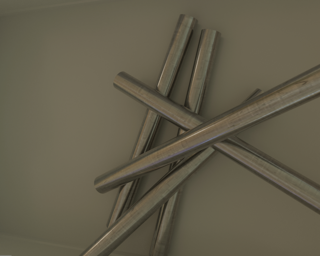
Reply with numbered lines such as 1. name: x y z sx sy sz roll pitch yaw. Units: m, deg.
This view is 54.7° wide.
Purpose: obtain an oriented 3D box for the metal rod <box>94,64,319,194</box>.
1. metal rod: 0.029 0.018 0.338 0.299 0.025 0.025 -29 81 34

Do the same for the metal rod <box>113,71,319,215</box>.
1. metal rod: 0.063 0.011 0.346 0.300 0.025 0.025 33 101 24

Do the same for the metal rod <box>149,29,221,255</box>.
1. metal rod: 0.031 0.025 0.398 0.025 0.025 0.298 15 95 19

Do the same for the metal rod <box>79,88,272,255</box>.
1. metal rod: 0.015 0.065 0.376 0.300 0.025 0.025 -44 77 3

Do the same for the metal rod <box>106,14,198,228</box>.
1. metal rod: -0.013 -0.001 0.414 0.025 0.025 0.298 22 97 18
